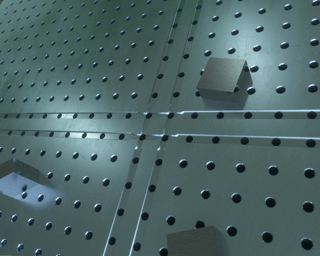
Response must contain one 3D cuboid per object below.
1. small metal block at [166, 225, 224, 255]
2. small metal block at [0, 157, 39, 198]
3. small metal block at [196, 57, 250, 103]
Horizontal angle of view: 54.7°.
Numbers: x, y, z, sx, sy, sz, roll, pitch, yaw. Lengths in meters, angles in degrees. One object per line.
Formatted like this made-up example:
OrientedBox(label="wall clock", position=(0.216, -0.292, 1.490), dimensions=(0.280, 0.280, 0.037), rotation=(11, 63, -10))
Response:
OrientedBox(label="small metal block", position=(0.037, 0.130, 0.309), dimensions=(0.050, 0.025, 0.050), rotation=(-17, 55, 18))
OrientedBox(label="small metal block", position=(-0.217, 0.074, 0.458), dimensions=(0.050, 0.050, 0.025), rotation=(-28, 53, 10))
OrientedBox(label="small metal block", position=(0.082, -0.063, 0.403), dimensions=(0.050, 0.025, 0.050), rotation=(12, 68, 33))
